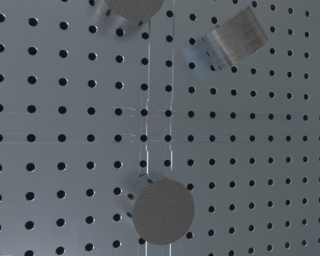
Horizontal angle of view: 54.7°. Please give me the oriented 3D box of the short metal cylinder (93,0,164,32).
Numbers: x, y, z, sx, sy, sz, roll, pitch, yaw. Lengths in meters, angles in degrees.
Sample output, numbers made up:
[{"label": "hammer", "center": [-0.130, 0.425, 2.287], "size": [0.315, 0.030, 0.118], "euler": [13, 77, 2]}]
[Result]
[{"label": "short metal cylinder", "center": [-0.040, -0.166, 0.384], "size": [0.081, 0.050, 0.079], "euler": [0, 90, -20]}]

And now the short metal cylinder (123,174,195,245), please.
[{"label": "short metal cylinder", "center": [-0.003, 0.102, 0.398], "size": [0.081, 0.050, 0.079], "euler": [0, 90, -20]}]

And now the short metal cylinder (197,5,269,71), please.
[{"label": "short metal cylinder", "center": [0.097, -0.120, 0.419], "size": [0.080, 0.080, 0.050], "euler": [-38, 103, -16]}]
